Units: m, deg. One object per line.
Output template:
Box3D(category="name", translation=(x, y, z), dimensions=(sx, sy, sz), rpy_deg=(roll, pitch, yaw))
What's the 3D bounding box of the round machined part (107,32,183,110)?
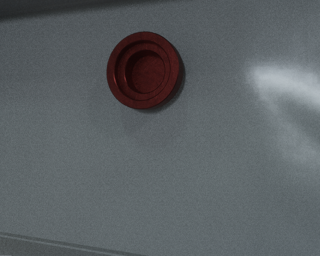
Box3D(category="round machined part", translation=(-0.017, -0.072, 0.406), dimensions=(0.098, 0.042, 0.097), rpy_deg=(0, 90, 19))
